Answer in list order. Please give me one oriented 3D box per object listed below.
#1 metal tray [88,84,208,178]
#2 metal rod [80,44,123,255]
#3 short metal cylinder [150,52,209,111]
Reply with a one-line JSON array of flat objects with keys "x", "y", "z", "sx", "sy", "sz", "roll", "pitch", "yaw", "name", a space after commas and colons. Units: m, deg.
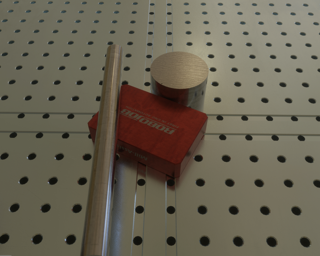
[{"x": -0.015, "y": -0.001, "z": 0.405, "sx": 0.130, "sy": 0.030, "sz": 0.090, "roll": 22, "pitch": 53, "yaw": 17, "name": "metal tray"}, {"x": -0.062, "y": 0.000, "z": 0.367, "sx": 0.025, "sy": 0.025, "sz": 0.300, "roll": -1, "pitch": 50, "yaw": -1, "name": "metal rod"}, {"x": 0.027, "y": -0.066, "z": 0.446, "sx": 0.081, "sy": 0.050, "sz": 0.080, "roll": 0, "pitch": 50, "yaw": 0, "name": "short metal cylinder"}]
